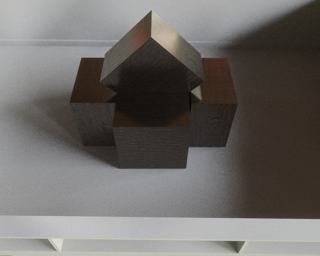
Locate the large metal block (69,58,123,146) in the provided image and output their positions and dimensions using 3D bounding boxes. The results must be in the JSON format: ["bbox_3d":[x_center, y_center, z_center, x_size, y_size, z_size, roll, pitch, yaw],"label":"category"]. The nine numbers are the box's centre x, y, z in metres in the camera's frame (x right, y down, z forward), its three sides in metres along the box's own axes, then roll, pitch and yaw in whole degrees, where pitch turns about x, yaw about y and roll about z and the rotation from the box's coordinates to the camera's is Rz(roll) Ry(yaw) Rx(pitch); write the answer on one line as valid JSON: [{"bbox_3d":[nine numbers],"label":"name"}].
[{"bbox_3d":[-0.074,-0.033,0.395,0.050,0.080,0.080,0,50,0],"label":"large metal block"}]

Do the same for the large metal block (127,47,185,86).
[{"bbox_3d":[-0.008,-0.072,0.428,0.081,0.080,0.050,0,50,0],"label":"large metal block"}]

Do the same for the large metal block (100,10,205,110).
[{"bbox_3d":[-0.008,-0.069,0.352,0.080,0.080,0.050,33,40,-33],"label":"large metal block"}]

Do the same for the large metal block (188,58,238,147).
[{"bbox_3d":[0.059,-0.032,0.392,0.050,0.080,0.080,0,50,0],"label":"large metal block"}]

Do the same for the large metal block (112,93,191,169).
[{"bbox_3d":[-0.008,0.005,0.363,0.081,0.080,0.050,0,50,0],"label":"large metal block"}]
